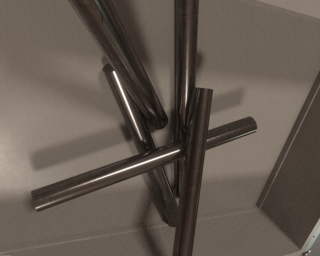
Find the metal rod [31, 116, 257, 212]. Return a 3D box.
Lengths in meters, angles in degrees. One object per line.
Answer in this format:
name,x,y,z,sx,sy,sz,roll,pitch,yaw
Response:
metal rod,-0.005,0.039,0.397,0.302,0.025,0.025,-18,126,-19

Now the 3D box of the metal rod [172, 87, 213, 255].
metal rod,0.036,0.099,0.393,0.025,0.025,0.298,3,96,-30

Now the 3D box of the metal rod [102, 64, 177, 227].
metal rod,-0.012,0.044,0.430,0.025,0.025,0.299,-28,128,-11

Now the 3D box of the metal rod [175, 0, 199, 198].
metal rod,0.034,-0.021,0.415,0.025,0.025,0.298,-15,125,-20

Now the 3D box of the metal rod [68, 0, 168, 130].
metal rod,-0.031,-0.059,0.268,0.025,0.025,0.300,-38,158,-3
